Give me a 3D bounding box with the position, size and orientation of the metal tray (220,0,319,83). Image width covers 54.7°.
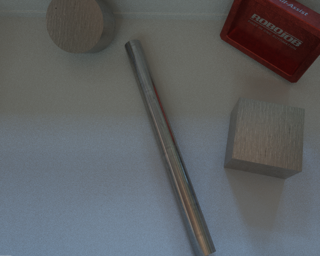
[{"bbox_3d":[0.155,-0.130,0.422,0.130,0.090,0.030,36,60,12],"label":"metal tray"}]

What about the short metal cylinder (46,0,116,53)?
[{"bbox_3d":[-0.107,-0.144,0.428,0.080,0.050,0.079,3,104,10],"label":"short metal cylinder"}]

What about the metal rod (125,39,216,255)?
[{"bbox_3d":[0.007,0.012,0.405,0.025,0.025,0.299,-17,71,-6],"label":"metal rod"}]

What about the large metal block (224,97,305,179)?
[{"bbox_3d":[0.131,0.014,0.393,0.080,0.050,0.080,11,70,3],"label":"large metal block"}]
